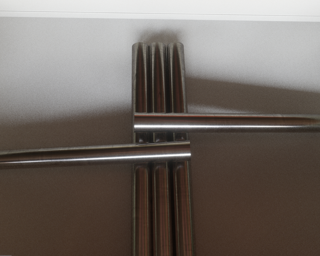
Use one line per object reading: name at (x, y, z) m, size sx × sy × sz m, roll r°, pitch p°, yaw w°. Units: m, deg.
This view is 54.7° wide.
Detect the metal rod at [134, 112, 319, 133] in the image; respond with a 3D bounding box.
metal rod at (0.119, -0.006, 0.394) m, size 0.302 × 0.025 × 0.025 m, roll 0°, pitch 70°, yaw -7°

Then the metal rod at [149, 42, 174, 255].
metal rod at (0.000, 0.022, 0.400) m, size 0.025 × 0.025 × 0.299 m, roll -1°, pitch 70°, yaw -1°

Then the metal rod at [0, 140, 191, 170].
metal rod at (-0.114, 0.035, 0.377) m, size 0.302 × 0.025 × 0.025 m, roll -3°, pitch 70°, yaw 5°

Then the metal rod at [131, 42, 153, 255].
metal rod at (-0.024, 0.023, 0.400) m, size 0.025 × 0.025 × 0.299 m, roll -1°, pitch 70°, yaw -1°

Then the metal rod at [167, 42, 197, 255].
metal rod at (0.026, 0.022, 0.401) m, size 0.025 × 0.025 × 0.299 m, roll -1°, pitch 70°, yaw -1°
